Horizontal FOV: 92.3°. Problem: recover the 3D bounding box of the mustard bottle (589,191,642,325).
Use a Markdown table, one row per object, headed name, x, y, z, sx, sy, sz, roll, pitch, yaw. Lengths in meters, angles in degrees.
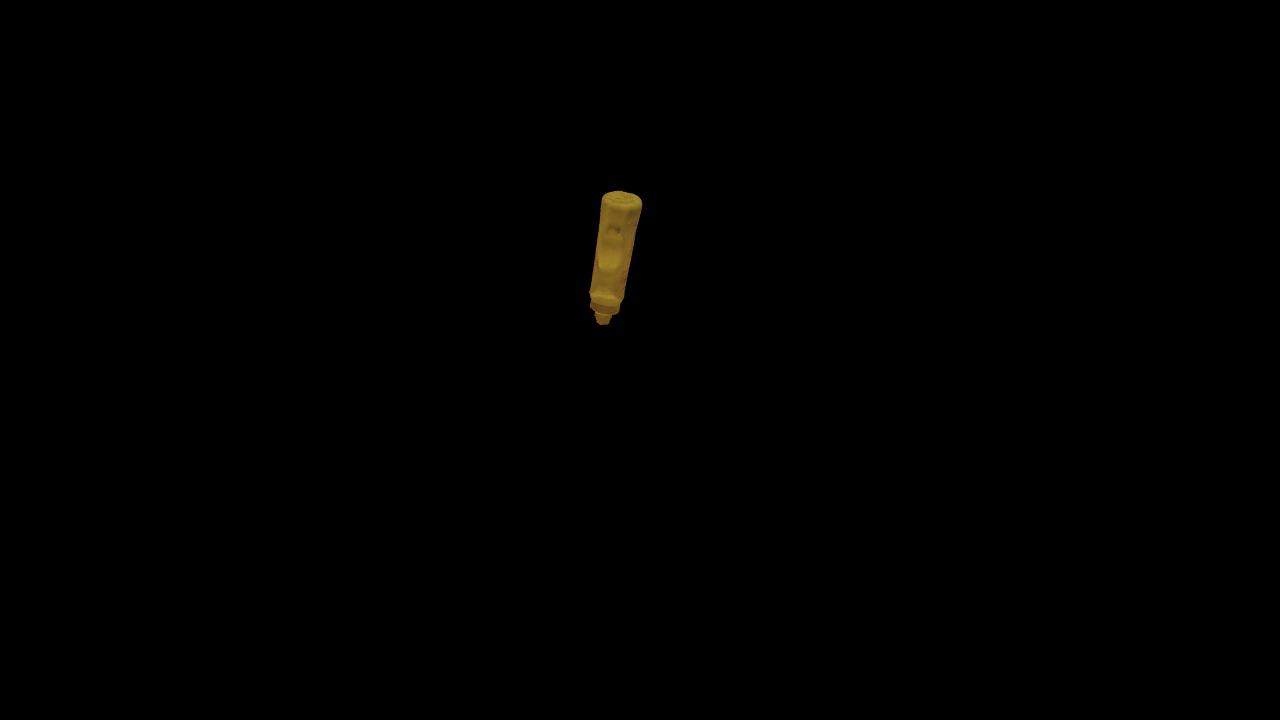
| name | x | y | z | sx | sy | sz | roll | pitch | yaw |
| --- | --- | --- | --- | --- | --- | --- | --- | --- | --- |
| mustard bottle | -0.038 | -0.132 | 0.848 | 0.054 | 0.184 | 0.092 | 9 | 27 | -4 |
